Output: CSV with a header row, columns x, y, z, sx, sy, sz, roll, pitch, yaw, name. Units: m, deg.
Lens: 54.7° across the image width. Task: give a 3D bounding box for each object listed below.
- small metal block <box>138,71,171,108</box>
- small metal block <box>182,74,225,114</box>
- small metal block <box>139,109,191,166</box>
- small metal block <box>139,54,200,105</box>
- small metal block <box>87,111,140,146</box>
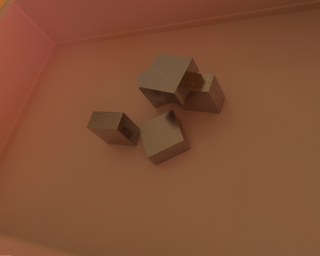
x,y,z,sx,sy,sz,roll,pitch,yaw,name
0.004,-0.058,0.423,0.050,0.050,0.025,-19,54,17,small metal block
0.049,-0.044,0.391,0.050,0.050,0.025,8,66,31,small metal block
0.005,0.012,0.396,0.050,0.025,0.050,-27,52,11,small metal block
0.012,-0.059,0.372,0.050,0.025,0.050,15,70,34,small metal block
-0.061,0.001,0.421,0.050,0.050,0.025,4,64,30,small metal block
